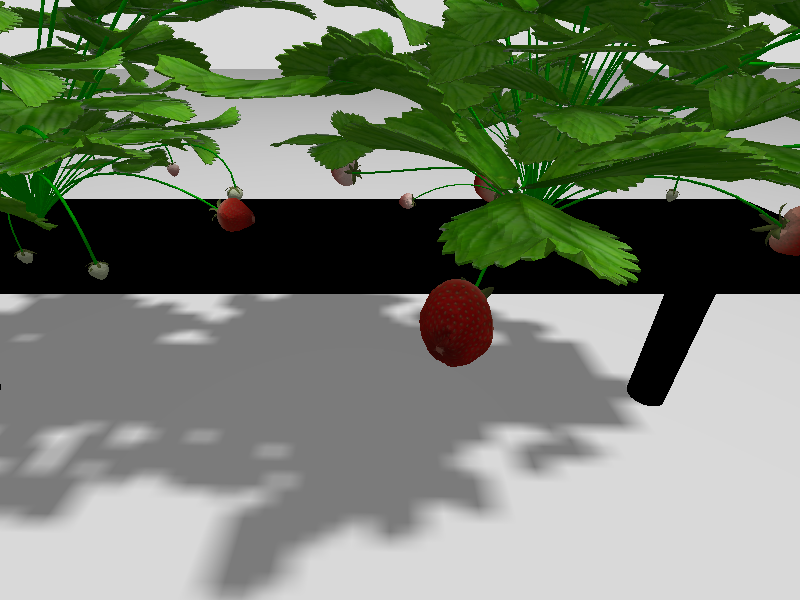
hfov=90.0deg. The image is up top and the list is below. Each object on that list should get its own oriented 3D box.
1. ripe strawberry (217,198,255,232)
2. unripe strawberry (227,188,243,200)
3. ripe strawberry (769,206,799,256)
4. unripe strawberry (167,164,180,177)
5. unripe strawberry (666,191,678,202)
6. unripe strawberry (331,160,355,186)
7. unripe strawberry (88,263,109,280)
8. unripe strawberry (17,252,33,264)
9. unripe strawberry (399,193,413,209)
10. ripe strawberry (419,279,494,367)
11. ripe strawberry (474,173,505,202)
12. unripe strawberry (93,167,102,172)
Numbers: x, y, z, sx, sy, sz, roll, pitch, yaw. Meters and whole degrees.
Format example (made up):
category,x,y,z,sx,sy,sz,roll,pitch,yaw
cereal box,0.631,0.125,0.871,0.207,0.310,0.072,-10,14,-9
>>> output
category,x,y,z,sx,sy,sz,roll,pitch,yaw
ripe strawberry,-0.140,-0.072,0.344,0.030,0.029,0.027,11,32,0
unripe strawberry,-0.171,-0.108,0.415,0.015,0.015,0.014,-11,33,-17
ripe strawberry,0.299,-0.049,0.295,0.037,0.038,0.034,21,36,13
unripe strawberry,-0.284,-0.163,0.503,0.014,0.015,0.015,8,33,13
unripe strawberry,0.280,-0.107,0.413,0.011,0.012,0.011,-11,33,-17
unripe strawberry,-0.064,-0.149,0.461,0.031,0.032,0.029,18,36,28
unripe strawberry,-0.194,-0.018,0.259,0.010,0.011,0.011,25,40,34
unripe strawberry,-0.274,-0.031,0.293,0.009,0.010,0.010,-19,37,-28
unripe strawberry,0.006,-0.097,0.395,0.014,0.015,0.013,-3,29,22
ripe strawberry,0.026,0.013,0.191,0.036,0.041,0.040,14,35,22
ripe strawberry,0.093,-0.122,0.416,0.037,0.039,0.040,-11,33,-18
unripe strawberry,-0.384,-0.169,0.508,0.012,0.012,0.012,-9,33,-15
